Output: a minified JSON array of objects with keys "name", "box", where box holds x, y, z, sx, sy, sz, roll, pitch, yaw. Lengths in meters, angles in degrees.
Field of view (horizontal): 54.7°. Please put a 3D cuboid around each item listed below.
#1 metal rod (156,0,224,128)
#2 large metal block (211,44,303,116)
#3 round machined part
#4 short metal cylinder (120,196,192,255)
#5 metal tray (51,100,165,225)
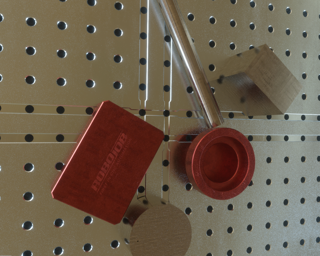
[{"name":"metal rod","box":[0.022,-0.140,0.421,0.025,0.025,0.299,-26,99,-18]},{"name":"large metal block","box":[0.134,-0.063,0.434,0.080,0.080,0.050,42,77,-16]},{"name":"round machined part","box":[0.080,0.048,0.435,0.099,0.042,0.097,0,90,-20]},{"name":"short metal cylinder","box":[-0.006,0.132,0.398,0.081,0.050,0.079,0,90,-21]},{"name":"metal tray","box":[-0.063,0.042,0.387,0.090,0.030,0.130,31,80,-18]}]
